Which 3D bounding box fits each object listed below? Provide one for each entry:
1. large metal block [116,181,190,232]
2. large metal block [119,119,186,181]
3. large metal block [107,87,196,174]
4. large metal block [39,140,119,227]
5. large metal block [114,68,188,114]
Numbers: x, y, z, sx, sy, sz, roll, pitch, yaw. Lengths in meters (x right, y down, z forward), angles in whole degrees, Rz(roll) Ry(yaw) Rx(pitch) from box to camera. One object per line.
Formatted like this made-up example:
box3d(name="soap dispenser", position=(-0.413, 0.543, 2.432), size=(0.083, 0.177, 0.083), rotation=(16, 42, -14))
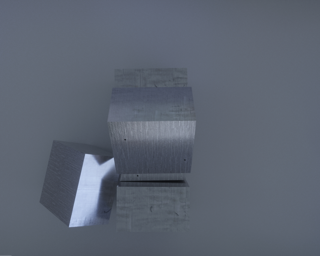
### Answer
box3d(name="large metal block", position=(-0.008, 0.090, 0.382), size=(0.081, 0.080, 0.050), rotation=(0, 90, -1))
box3d(name="large metal block", position=(-0.010, 0.024, 0.399), size=(0.081, 0.050, 0.079), rotation=(-1, 90, -1))
box3d(name="large metal block", position=(-0.007, 0.004, 0.326), size=(0.081, 0.079, 0.050), rotation=(-1, 45, -1))
box3d(name="large metal block", position=(-0.096, 0.064, 0.373), size=(0.050, 0.080, 0.080), rotation=(12, 91, -43))
box3d(name="large metal block", position=(-0.010, -0.041, 0.381), size=(0.081, 0.080, 0.050), rotation=(-1, 90, -1))
